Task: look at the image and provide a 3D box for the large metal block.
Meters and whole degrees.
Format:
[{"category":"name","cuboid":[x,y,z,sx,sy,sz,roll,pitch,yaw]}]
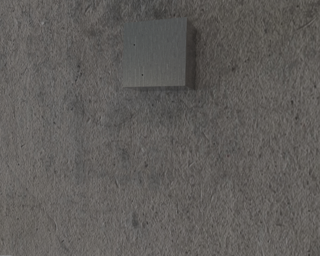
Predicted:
[{"category":"large metal block","cuboid":[0.001,-0.090,0.395,0.080,0.050,0.080,1,91,20]}]
